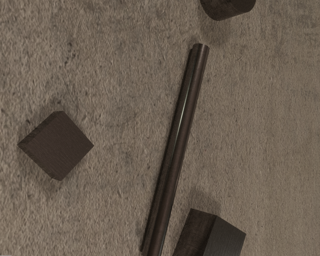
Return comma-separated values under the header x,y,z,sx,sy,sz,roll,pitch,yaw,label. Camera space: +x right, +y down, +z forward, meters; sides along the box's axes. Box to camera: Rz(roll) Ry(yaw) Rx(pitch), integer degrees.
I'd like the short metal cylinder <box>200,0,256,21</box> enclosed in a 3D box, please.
x,y,z,sx,sy,sz,roll,pitch,yaw,label
0.105,-0.213,0.479,0.081,0.050,0.079,0,90,-40,short metal cylinder

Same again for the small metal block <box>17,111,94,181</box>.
x,y,z,sx,sy,sz,roll,pitch,yaw,label
-0.105,0.018,0.318,0.050,0.025,0.050,-51,120,-28,small metal block

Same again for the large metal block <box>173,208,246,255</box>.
x,y,z,sx,sy,sz,roll,pitch,yaw,label
0.073,0.174,0.452,0.080,0.050,0.080,38,67,-34,large metal block

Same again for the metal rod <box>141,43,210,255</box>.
x,y,z,sx,sy,sz,roll,pitch,yaw,label
0.025,0.023,0.427,0.025,0.025,0.299,24,75,-38,metal rod
